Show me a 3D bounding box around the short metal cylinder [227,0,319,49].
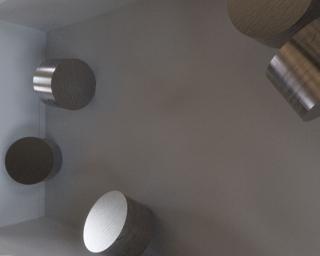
[{"bbox_3d":[0.113,-0.121,0.297,0.080,0.050,0.079,0,90,39],"label":"short metal cylinder"}]

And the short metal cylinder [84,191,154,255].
[{"bbox_3d":[-0.055,0.130,0.411,0.080,0.050,0.080,-28,41,29],"label":"short metal cylinder"}]

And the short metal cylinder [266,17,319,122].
[{"bbox_3d":[0.138,-0.049,0.257,0.080,0.081,0.050,-45,63,30],"label":"short metal cylinder"}]

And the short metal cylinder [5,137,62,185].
[{"bbox_3d":[-0.218,0.056,0.541,0.081,0.050,0.080,0,85,-2],"label":"short metal cylinder"}]

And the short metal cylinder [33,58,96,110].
[{"bbox_3d":[-0.150,-0.070,0.492,0.050,0.081,0.079,11,97,39],"label":"short metal cylinder"}]
